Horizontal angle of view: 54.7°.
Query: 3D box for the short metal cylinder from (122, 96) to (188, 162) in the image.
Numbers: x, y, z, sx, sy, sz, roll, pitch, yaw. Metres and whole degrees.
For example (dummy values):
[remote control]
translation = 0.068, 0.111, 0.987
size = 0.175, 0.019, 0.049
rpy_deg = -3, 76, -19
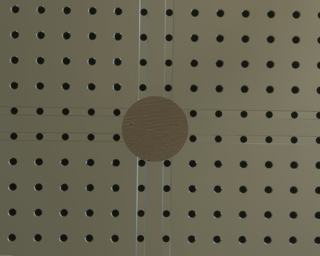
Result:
[short metal cylinder]
translation = -0.006, 0.001, 0.400
size = 0.081, 0.050, 0.079
rpy_deg = 0, 90, -1
